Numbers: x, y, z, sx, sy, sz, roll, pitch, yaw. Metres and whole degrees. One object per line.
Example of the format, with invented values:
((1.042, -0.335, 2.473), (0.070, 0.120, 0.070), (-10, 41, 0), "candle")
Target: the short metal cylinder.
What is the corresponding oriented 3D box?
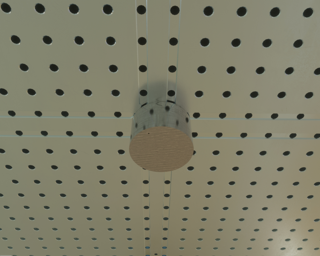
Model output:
((0.002, 0.012, 0.405), (0.080, 0.050, 0.080), (0, 130, 0), "short metal cylinder")
